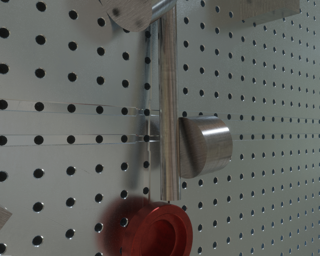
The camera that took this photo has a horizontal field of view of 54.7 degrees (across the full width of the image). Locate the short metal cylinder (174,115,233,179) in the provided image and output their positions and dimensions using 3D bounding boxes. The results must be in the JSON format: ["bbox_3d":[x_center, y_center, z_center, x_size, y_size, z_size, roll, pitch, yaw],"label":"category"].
[{"bbox_3d":[0.049,0.023,0.414,0.050,0.080,0.079,-7,95,-40],"label":"short metal cylinder"}]

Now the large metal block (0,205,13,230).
[{"bbox_3d":[-0.182,0.078,0.240,0.080,0.050,0.080,46,62,-30],"label":"large metal block"}]

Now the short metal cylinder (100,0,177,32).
[{"bbox_3d":[-0.025,-0.158,0.351,0.050,0.080,0.080,-47,118,-30],"label":"short metal cylinder"}]

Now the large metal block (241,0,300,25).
[{"bbox_3d":[0.187,-0.230,0.529,0.050,0.080,0.079,-3,92,-40],"label":"large metal block"}]

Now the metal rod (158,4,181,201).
[{"bbox_3d":[0.011,-0.061,0.397,0.025,0.025,0.298,5,81,-40],"label":"metal rod"}]

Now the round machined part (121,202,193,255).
[{"bbox_3d":[-0.008,0.142,0.392,0.099,0.042,0.097,0,90,-40],"label":"round machined part"}]
